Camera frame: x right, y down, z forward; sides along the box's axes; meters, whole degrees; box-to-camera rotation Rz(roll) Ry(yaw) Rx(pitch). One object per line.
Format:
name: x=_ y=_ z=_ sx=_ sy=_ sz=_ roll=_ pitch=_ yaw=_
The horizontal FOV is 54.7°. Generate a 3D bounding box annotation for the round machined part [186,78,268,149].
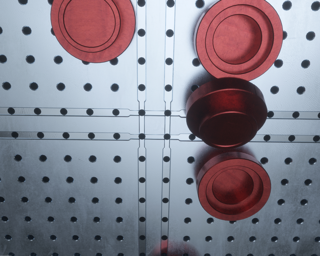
round machined part: x=0.082 y=-0.011 z=0.380 sx=0.099 sy=0.042 sz=0.097 roll=1 pitch=138 yaw=1

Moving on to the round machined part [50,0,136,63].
round machined part: x=-0.077 y=-0.124 z=0.358 sx=0.099 sy=0.042 sz=0.097 roll=0 pitch=110 yaw=-1

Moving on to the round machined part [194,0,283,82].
round machined part: x=0.089 y=-0.105 z=0.367 sx=0.099 sy=0.042 sz=0.097 roll=0 pitch=110 yaw=-1

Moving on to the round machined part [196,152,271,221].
round machined part: x=0.100 y=0.077 z=0.434 sx=0.099 sy=0.042 sz=0.097 roll=0 pitch=110 yaw=-1
